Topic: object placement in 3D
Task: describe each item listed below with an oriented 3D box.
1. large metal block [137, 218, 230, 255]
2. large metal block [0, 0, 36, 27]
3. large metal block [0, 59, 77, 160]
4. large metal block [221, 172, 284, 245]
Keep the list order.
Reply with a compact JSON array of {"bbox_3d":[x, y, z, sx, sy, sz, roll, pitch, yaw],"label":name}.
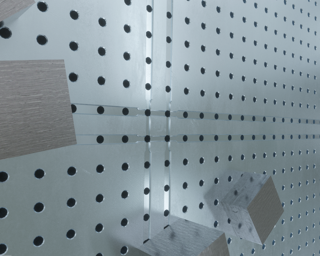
[{"bbox_3d":[0.032,0.167,0.399,0.081,0.080,0.050,-23,105,-37],"label":"large metal block"},{"bbox_3d":[-0.168,-0.114,0.252,0.080,0.050,0.080,-47,118,-29],"label":"large metal block"},{"bbox_3d":[-0.130,-0.018,0.283,0.081,0.050,0.080,-12,98,-39],"label":"large metal block"},{"bbox_3d":[0.158,0.133,0.524,0.080,0.050,0.080,-40,115,-32],"label":"large metal block"}]
